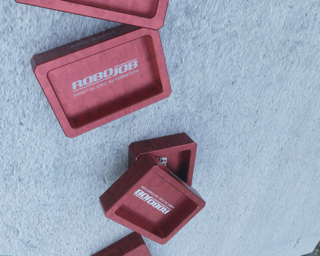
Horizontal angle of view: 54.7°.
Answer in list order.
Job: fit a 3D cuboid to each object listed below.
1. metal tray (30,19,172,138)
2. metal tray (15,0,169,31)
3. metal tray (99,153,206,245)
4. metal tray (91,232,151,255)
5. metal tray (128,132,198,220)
[{"bbox_3d":[-0.058,-0.054,0.338,0.131,0.030,0.090,-24,128,-14],"label":"metal tray"},{"bbox_3d":[-0.054,-0.143,0.265,0.131,0.030,0.089,6,116,-16],"label":"metal tray"},{"bbox_3d":[-0.006,0.101,0.422,0.090,0.030,0.130,-45,129,3],"label":"metal tray"},{"bbox_3d":[-0.054,0.241,0.523,0.091,0.030,0.129,-26,128,-12],"label":"metal tray"},{"bbox_3d":[0.001,0.075,0.450,0.091,0.030,0.129,-10,123,-23],"label":"metal tray"}]
